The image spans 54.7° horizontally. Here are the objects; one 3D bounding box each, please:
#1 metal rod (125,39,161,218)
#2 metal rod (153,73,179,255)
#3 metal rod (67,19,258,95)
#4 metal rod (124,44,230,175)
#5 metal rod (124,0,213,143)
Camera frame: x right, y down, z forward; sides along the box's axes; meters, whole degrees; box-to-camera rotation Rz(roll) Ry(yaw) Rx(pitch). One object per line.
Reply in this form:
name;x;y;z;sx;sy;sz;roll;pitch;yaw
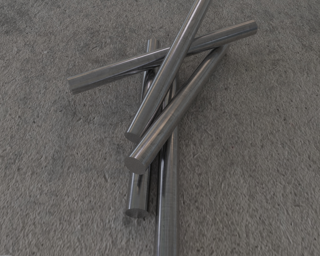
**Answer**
metal rod;-0.018;-0.025;0.423;0.025;0.025;0.300;2;50;2
metal rod;0.011;0.026;0.380;0.025;0.025;0.300;2;50;1
metal rod;0.014;-0.109;0.459;0.302;0.025;0.025;-21;53;-15
metal rod;0.040;-0.051;0.420;0.025;0.025;0.301;21;45;16
metal rod;0.026;-0.108;0.430;0.025;0.025;0.300;18;61;14
